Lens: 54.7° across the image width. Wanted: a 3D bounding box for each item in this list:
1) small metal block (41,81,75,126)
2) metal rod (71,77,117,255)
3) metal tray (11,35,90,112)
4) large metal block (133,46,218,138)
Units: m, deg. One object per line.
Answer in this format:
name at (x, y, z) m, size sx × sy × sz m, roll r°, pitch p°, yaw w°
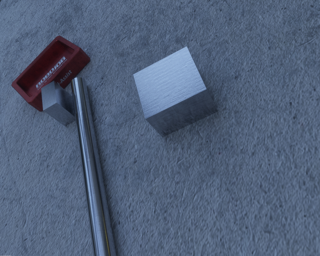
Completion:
small metal block at (-0.160, -0.039, 0.493) m, size 0.025 × 0.050 × 0.050 m, roll -29°, pitch 52°, yaw 10°
metal rod at (-0.098, 0.038, 0.429) m, size 0.025 × 0.025 × 0.299 m, roll -27°, pitch 52°, yaw 11°
metal tray at (-0.200, -0.102, 0.565) m, size 0.130 × 0.030 × 0.090 m, roll -49°, pitch 52°, yaw -7°
large metal block at (0.019, -0.047, 0.405) m, size 0.080 × 0.050 × 0.080 m, roll -26°, pitch 53°, yaw 12°
